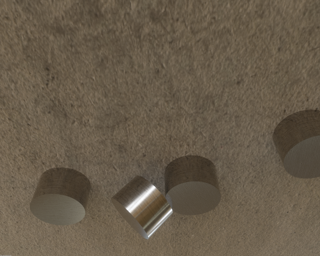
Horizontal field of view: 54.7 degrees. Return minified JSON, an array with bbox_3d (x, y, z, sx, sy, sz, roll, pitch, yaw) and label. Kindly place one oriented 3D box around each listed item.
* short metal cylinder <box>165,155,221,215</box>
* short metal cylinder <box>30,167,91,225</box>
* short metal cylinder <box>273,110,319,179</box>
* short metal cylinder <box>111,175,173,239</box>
[{"bbox_3d":[0.047,0.087,0.466,0.081,0.050,0.079,0,130,0],"label":"short metal cylinder"},{"bbox_3d":[-0.152,0.107,0.479,0.081,0.050,0.079,0,130,0],"label":"short metal cylinder"},{"bbox_3d":[0.199,0.022,0.413,0.081,0.050,0.079,0,130,0],"label":"short metal cylinder"},{"bbox_3d":[-0.027,0.118,0.463,0.050,0.080,0.080,-41,133,-24],"label":"short metal cylinder"}]
